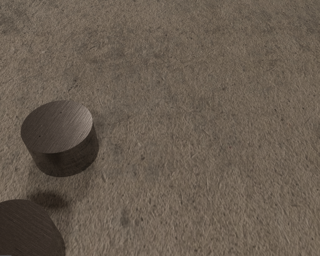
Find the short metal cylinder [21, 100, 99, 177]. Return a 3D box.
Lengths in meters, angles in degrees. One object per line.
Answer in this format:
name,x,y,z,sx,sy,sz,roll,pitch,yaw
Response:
short metal cylinder,-0.118,0.012,0.375,0.081,0.050,0.080,0,50,0

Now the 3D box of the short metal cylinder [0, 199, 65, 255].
short metal cylinder,-0.135,0.114,0.289,0.081,0.050,0.080,0,50,0
